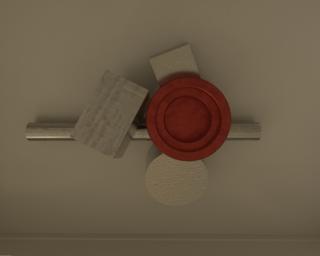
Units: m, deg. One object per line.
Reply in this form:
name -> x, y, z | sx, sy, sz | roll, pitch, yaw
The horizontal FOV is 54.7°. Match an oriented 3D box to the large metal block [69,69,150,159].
large metal block -> -0.052, -0.012, 0.360 | 0.050, 0.080, 0.080 | 27, 85, 2

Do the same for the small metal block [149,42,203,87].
small metal block -> 0.019, -0.072, 0.384 | 0.050, 0.025, 0.050 | -20, 109, 6

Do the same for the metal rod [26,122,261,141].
metal rod -> -0.020, 0.005, 0.410 | 0.302, 0.025, 0.025 | 0, 110, -1

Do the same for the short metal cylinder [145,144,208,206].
short metal cylinder -> 0.021, 0.056, 0.417 | 0.081, 0.050, 0.079 | 0, 110, -1

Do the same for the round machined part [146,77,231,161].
round machined part -> 0.033, -0.011, 0.377 | 0.099, 0.042, 0.097 | 0, 93, 0
